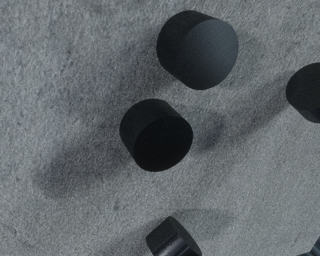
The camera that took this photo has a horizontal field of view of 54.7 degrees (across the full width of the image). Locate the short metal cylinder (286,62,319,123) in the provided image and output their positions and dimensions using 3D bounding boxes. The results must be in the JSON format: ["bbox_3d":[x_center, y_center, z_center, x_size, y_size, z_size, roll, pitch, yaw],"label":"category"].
[{"bbox_3d":[0.243,-0.053,0.474,0.050,0.080,0.080,29,102,-38],"label":"short metal cylinder"}]

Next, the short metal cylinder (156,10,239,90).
[{"bbox_3d":[0.043,-0.090,0.360,0.081,0.050,0.079,-14,125,-21],"label":"short metal cylinder"}]

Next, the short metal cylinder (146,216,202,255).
[{"bbox_3d":[0.023,0.191,0.504,0.050,0.080,0.080,-42,130,1],"label":"short metal cylinder"}]

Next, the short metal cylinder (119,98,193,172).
[{"bbox_3d":[-0.005,0.009,0.395,0.081,0.050,0.079,-14,125,-21],"label":"short metal cylinder"}]
